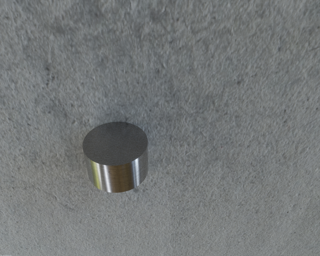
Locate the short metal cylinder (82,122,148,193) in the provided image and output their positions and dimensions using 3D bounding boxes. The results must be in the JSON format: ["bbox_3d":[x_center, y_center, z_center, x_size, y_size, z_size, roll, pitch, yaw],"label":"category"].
[{"bbox_3d":[-0.056,0.036,0.401,0.081,0.080,0.050,1,130,-1],"label":"short metal cylinder"}]
